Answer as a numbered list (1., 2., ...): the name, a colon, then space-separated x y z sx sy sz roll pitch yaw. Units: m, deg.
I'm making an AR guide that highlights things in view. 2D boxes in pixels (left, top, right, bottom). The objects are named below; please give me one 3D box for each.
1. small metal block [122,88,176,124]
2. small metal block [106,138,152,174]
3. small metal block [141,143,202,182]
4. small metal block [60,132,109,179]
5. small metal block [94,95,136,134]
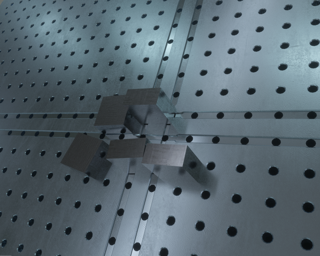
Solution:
1. small metal block: -0.013 -0.029 0.415 0.050 0.050 0.025 1 62 28
2. small metal block: -0.030 0.036 0.385 0.050 0.050 0.025 -5 60 25
3. small metal block: 0.015 0.041 0.359 0.050 0.050 0.025 1 63 28
4. small metal block: -0.104 0.038 0.437 0.050 0.025 0.050 14 69 33
5. small metal block: -0.062 -0.020 0.451 0.050 0.025 0.050 -2 61 27
